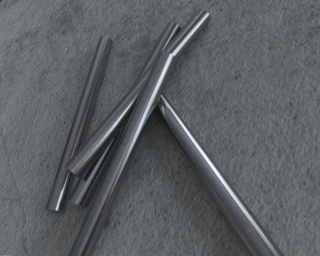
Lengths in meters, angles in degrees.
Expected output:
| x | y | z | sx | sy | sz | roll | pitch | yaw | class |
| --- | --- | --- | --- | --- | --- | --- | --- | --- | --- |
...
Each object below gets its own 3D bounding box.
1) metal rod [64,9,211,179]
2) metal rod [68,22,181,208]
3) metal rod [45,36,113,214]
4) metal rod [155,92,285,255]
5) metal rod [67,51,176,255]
| x | y | z | sx | sy | sz | roll | pitch | yaw | class |
| --- | --- | --- | --- | --- | --- | --- | --- | --- | --- |
| -0.020 | -0.058 | 0.427 | 0.025 | 0.025 | 0.300 | 24 | 68 | 36 | metal rod |
| -0.042 | -0.030 | 0.442 | 0.025 | 0.025 | 0.300 | 15 | 69 | 34 | metal rod |
| -0.117 | -0.021 | 0.476 | 0.025 | 0.025 | 0.299 | -5 | 59 | 25 | metal rod |
| 0.058 | 0.056 | 0.337 | 0.025 | 0.025 | 0.300 | -36 | 51 | 4 | metal rod |
| -0.047 | 0.039 | 0.382 | 0.025 | 0.025 | 0.299 | 15 | 75 | 34 | metal rod |
